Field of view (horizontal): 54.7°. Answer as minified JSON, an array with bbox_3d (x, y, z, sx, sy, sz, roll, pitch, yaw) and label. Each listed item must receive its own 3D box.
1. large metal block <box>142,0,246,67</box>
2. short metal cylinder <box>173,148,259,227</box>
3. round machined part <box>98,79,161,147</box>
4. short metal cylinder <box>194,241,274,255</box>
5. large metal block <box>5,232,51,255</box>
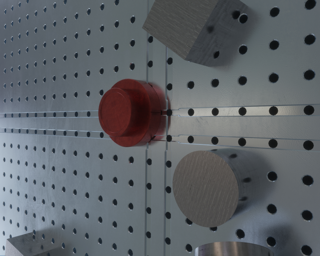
[{"bbox_3d":[0.037,-0.130,0.363,0.080,0.050,0.080,45,117,31],"label":"large metal block"},{"bbox_3d":[0.061,0.063,0.343,0.080,0.050,0.080,0,90,40],"label":"short metal cylinder"},{"bbox_3d":[-0.050,-0.021,0.440,0.098,0.042,0.097,0,90,40],"label":"round machined part"},{"bbox_3d":[0.073,0.150,0.304,0.080,0.080,0.050,-29,40,36],"label":"short metal cylinder"},{"bbox_3d":[-0.263,0.267,0.611,0.080,0.050,0.079,15,100,39],"label":"large metal block"}]
